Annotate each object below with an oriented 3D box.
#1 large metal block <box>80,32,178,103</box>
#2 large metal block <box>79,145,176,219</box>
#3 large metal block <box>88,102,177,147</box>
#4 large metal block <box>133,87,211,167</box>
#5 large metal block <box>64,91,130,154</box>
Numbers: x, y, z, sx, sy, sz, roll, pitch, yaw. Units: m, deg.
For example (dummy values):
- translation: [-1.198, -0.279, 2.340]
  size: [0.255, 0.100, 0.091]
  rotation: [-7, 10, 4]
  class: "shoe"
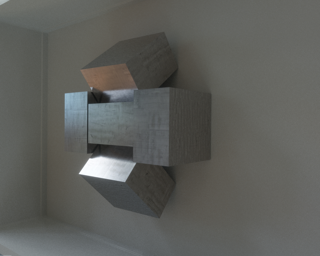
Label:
- translation: [-0.037, -0.075, 0.392]
  size: [0.080, 0.080, 0.050]
  rotation: [2, 129, 40]
  class: "large metal block"
- translation: [-0.040, 0.065, 0.393]
  size: [0.080, 0.080, 0.050]
  rotation: [1, 49, 39]
  class: "large metal block"
- translation: [-0.034, -0.005, 0.398]
  size: [0.080, 0.081, 0.050]
  rotation: [1, 91, 40]
  class: "large metal block"
- translation: [0.016, -0.002, 0.357]
  size: [0.050, 0.081, 0.080]
  rotation: [1, 91, 40]
  class: "large metal block"
- translation: [-0.086, -0.007, 0.441]
  size: [0.050, 0.081, 0.080]
  rotation: [1, 91, 40]
  class: "large metal block"
